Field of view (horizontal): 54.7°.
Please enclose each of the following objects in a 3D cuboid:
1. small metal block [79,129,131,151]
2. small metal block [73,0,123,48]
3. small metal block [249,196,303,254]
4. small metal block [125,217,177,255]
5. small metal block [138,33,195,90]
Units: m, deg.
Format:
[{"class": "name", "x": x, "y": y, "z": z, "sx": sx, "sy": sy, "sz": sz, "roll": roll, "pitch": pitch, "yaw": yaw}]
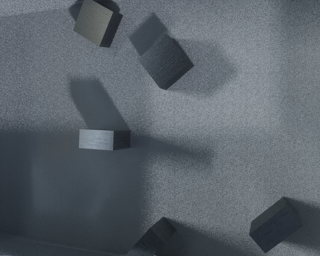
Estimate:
[{"class": "small metal block", "x": -0.074, "y": 0.015, "z": 0.422, "sx": 0.050, "sy": 0.050, "sz": 0.025, "roll": 3, "pitch": 91, "yaw": 19}, {"class": "small metal block", "x": -0.088, "y": -0.148, "z": 0.436, "sx": 0.050, "sy": 0.025, "sz": 0.050, "roll": 34, "pitch": 111, "yaw": 16}, {"class": "small metal block", "x": 0.131, "y": 0.108, "z": 0.351, "sx": 0.050, "sy": 0.050, "sz": 0.025, "roll": -44, "pitch": 77, "yaw": 14}, {"class": "small metal block", "x": -0.010, "y": 0.148, "z": 0.400, "sx": 0.025, "sy": 0.050, "sz": 0.050, "roll": 42, "pitch": 103, "yaw": 15}, {"class": "small metal block", "x": 0.008, "y": -0.086, "z": 0.407, "sx": 0.050, "sy": 0.025, "sz": 0.050, "roll": -40, "pitch": 78, "yaw": 15}]
